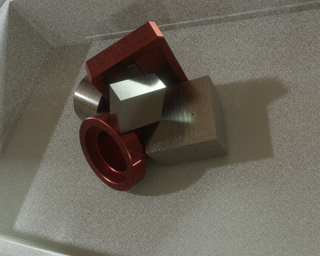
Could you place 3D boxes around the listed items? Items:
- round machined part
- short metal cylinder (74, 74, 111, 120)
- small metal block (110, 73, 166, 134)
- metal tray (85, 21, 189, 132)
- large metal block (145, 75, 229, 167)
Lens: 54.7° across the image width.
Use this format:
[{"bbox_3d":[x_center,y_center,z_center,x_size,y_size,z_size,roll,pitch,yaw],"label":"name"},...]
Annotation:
[{"bbox_3d":[-0.051,0.025,0.379,0.098,0.097,0.042,22,38,36],"label":"round machined part"},{"bbox_3d":[-0.069,-0.035,0.424,0.050,0.080,0.080,25,75,36],"label":"short metal cylinder"},{"bbox_3d":[-0.025,-0.026,0.328,0.050,0.050,0.025,-20,55,-24],"label":"small metal block"},{"bbox_3d":[-0.015,-0.053,0.375,0.090,0.130,0.030,-31,53,8],"label":"metal tray"},{"bbox_3d":[0.030,-0.006,0.365,0.080,0.050,0.080,-13,61,20],"label":"large metal block"}]
